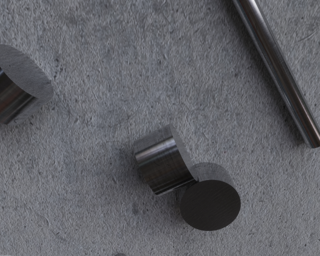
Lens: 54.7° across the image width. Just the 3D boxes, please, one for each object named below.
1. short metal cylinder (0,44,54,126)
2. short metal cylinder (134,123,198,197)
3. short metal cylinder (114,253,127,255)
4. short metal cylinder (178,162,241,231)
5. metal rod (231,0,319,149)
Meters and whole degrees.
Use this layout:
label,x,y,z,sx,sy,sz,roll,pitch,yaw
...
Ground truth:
label,x,y,z,sx,sy,sz,roll,pitch,yaw
short metal cylinder,-0.173,-0.049,0.361,0.050,0.080,0.080,-37,106,12
short metal cylinder,0.008,0.040,0.396,0.050,0.080,0.080,-26,108,9
short metal cylinder,-0.061,0.240,0.468,0.080,0.080,0.050,-41,105,13
short metal cylinder,0.066,0.095,0.432,0.081,0.050,0.079,0,110,0
metal rod,0.130,-0.098,0.374,0.025,0.025,0.299,-31,108,10
